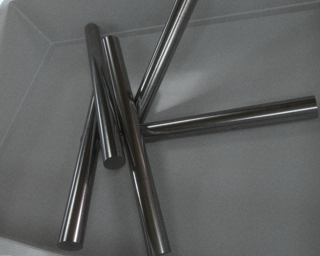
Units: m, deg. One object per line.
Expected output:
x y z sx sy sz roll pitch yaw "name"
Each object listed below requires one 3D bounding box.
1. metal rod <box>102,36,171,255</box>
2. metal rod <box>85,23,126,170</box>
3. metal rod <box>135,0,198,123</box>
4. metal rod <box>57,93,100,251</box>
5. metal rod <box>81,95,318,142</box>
-0.036 0.003 0.389 0.025 0.025 0.299 -23 63 14 "metal rod"
-0.085 -0.067 0.446 0.025 0.025 0.300 -28 47 10 "metal rod"
0.024 -0.137 0.384 0.025 0.025 0.298 40 114 38 "metal rod"
-0.089 0.008 0.409 0.025 0.025 0.300 -18 44 18 "metal rod"
0.030 -0.001 0.389 0.301 0.025 0.025 -9 58 23 "metal rod"
